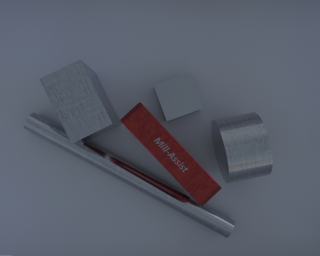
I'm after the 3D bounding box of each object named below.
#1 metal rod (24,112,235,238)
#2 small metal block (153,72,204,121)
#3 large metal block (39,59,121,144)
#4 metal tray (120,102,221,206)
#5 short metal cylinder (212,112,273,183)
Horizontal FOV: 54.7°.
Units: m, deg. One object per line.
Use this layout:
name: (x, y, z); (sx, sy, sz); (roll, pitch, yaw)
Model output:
metal rod: (-0.039, 0.062, 0.410); (0.301, 0.025, 0.025); (29, 90, -1)
small metal block: (0.024, -0.040, 0.409); (0.050, 0.025, 0.050); (-20, 90, -1)
large metal block: (-0.093, -0.029, 0.381); (0.050, 0.080, 0.080); (-26, 90, 0)
metal tray: (0.012, 0.029, 0.377); (0.030, 0.090, 0.130); (-44, 91, 0)
short metal cylinder: (0.099, 0.024, 0.384); (0.050, 0.080, 0.080); (-12, 90, 1)
